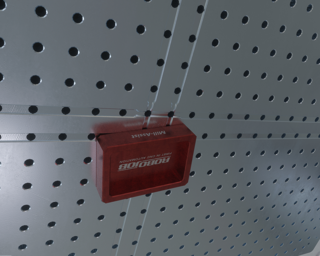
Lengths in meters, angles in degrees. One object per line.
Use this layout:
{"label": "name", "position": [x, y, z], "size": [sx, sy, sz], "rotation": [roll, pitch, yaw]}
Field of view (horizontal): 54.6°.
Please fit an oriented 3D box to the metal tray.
{"label": "metal tray", "position": [-0.019, 0.047, 0.425], "size": [0.131, 0.030, 0.089], "rotation": [-8, 122, -25]}
